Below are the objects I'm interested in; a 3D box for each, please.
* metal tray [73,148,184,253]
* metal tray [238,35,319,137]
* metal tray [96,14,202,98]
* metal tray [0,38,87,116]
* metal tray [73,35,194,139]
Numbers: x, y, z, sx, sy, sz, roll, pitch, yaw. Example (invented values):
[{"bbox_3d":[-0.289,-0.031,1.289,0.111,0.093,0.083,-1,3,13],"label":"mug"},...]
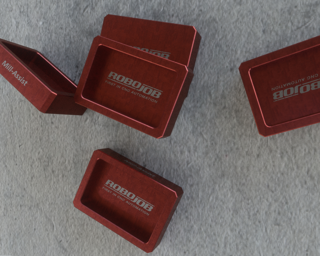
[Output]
[{"bbox_3d":[-0.045,0.094,0.421,0.130,0.030,0.090,26,98,17],"label":"metal tray"},{"bbox_3d":[0.165,-0.049,0.348,0.130,0.030,0.090,-17,84,18],"label":"metal tray"},{"bbox_3d":[-0.020,-0.095,0.412,0.130,0.030,0.089,15,95,19],"label":"metal tray"},{"bbox_3d":[-0.167,-0.070,0.431,0.130,0.090,0.030,40,103,15],"label":"metal tray"},{"bbox_3d":[-0.035,-0.051,0.385,0.130,0.030,0.089,23,98,18],"label":"metal tray"}]
